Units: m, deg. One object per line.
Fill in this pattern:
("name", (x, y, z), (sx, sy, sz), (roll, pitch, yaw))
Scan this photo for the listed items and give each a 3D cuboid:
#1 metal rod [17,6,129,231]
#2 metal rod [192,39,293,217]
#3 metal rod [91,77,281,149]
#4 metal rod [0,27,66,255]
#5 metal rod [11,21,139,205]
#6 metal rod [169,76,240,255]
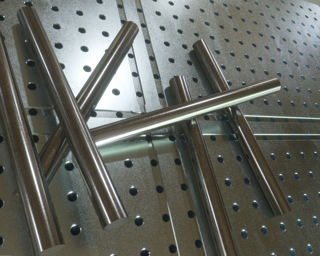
("metal rod", (-0.106, -0.031, 0.341), (0.025, 0.025, 0.299), (-12, 59, -33))
("metal rod", (0.119, -0.013, 0.478), (0.025, 0.025, 0.299), (-8, 66, -32))
("metal rod", (0.045, -0.025, 0.414), (0.302, 0.025, 0.025), (-17, 71, -25))
("metal rod", (-0.152, -0.020, 0.316), (0.025, 0.025, 0.299), (-10, 60, -32))
("metal rod", (-0.087, -0.042, 0.386), (0.025, 0.025, 0.300), (29, 52, -10))
("metal rod", (0.058, 0.061, 0.401), (0.025, 0.025, 0.299), (0, 62, -28))
